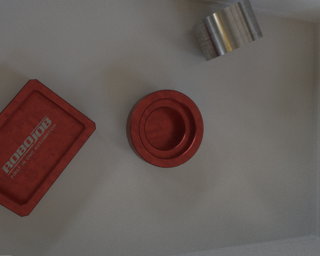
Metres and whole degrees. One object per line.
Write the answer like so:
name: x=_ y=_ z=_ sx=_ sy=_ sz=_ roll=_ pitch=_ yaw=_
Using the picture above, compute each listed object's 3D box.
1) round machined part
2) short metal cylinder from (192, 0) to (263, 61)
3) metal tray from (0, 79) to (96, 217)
round machined part: x=0.004 y=0.001 z=0.404 sx=0.099 sy=0.042 sz=0.097 roll=0 pitch=90 yaw=-21
short metal cylinder: x=0.090 y=-0.129 z=0.416 sx=0.081 sy=0.080 sz=0.050 roll=-27 pitch=100 yaw=-18
metal tray: x=-0.149 y=0.021 z=0.353 sx=0.090 sy=0.030 sz=0.130 roll=39 pitch=77 yaw=-16
